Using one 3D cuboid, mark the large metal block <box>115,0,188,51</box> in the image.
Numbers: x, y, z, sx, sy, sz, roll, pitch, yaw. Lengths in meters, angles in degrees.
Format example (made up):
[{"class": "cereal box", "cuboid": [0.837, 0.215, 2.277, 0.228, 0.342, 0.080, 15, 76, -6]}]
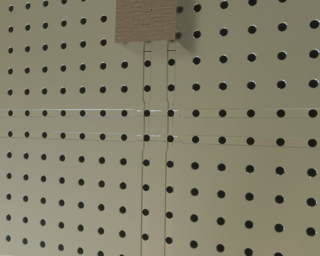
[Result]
[{"class": "large metal block", "cuboid": [-0.010, -0.146, 0.403, 0.080, 0.050, 0.080, 3, 91, 20]}]
